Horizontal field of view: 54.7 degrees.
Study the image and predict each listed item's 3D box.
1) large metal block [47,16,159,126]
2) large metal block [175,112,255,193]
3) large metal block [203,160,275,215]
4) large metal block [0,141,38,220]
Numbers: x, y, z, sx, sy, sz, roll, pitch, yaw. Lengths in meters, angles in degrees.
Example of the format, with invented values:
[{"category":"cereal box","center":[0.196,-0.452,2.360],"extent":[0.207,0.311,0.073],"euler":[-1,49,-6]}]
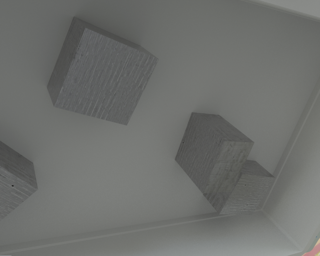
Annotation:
[{"category":"large metal block","center":[-0.061,-0.057,0.324],"extent":[0.081,0.050,0.080],"euler":[15,110,-35]},{"category":"large metal block","center":[0.072,0.033,0.433],"extent":[0.050,0.080,0.079],"euler":[4,117,-30]},{"category":"large metal block","center":[0.133,0.099,0.526],"extent":[0.081,0.050,0.079],"euler":[11,113,-33]},{"category":"large metal block","center":[-0.191,0.056,0.323],"extent":[0.080,0.050,0.080],"euler":[-40,130,-1]}]
